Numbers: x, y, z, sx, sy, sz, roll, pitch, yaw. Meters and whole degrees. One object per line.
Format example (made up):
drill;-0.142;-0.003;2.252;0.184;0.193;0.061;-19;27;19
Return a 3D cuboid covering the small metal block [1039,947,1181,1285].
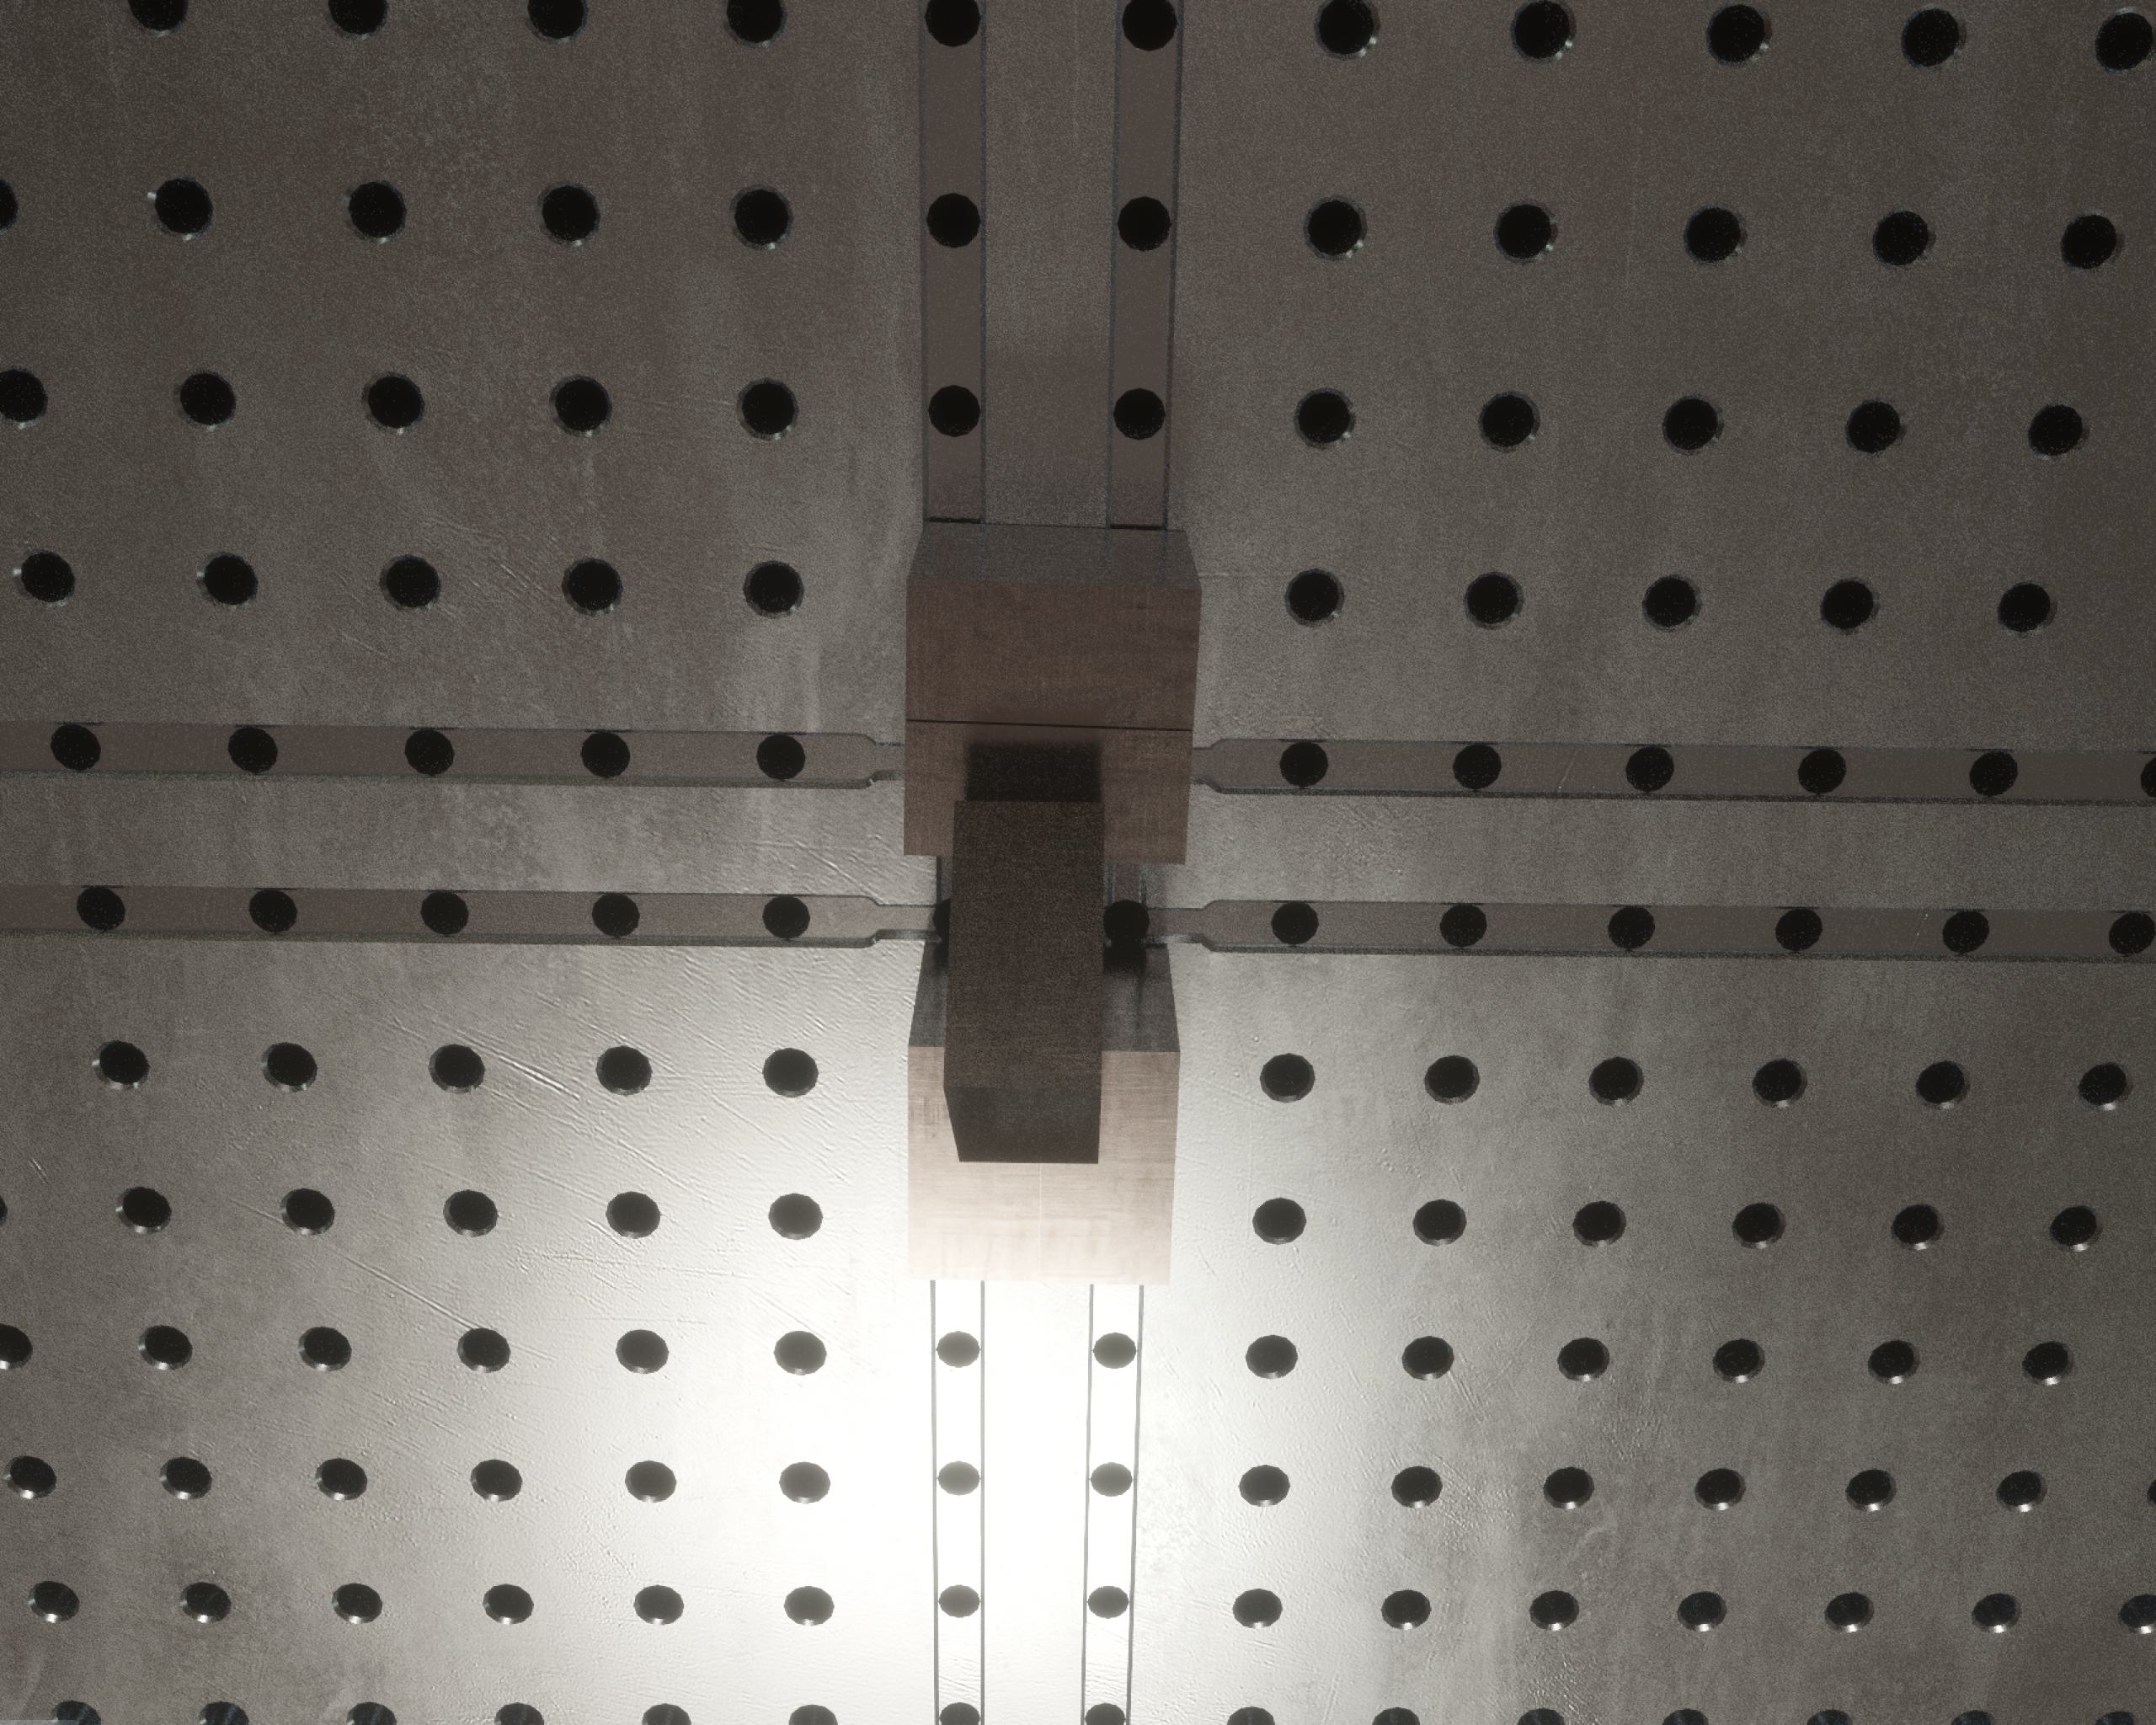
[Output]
small metal block;0.006;0.049;0.417;0.025;0.050;0.050;1;110;-1

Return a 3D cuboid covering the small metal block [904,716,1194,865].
small metal block;-0.006;-0.021;0.392;0.050;0.050;0.025;2;110;-1

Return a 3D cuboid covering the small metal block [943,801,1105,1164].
small metal block;-0.008;0.022;0.364;0.025;0.050;0.050;1;68;0

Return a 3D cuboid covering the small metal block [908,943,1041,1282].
small metal block;-0.020;0.049;0.418;0.025;0.050;0.050;1;110;-1

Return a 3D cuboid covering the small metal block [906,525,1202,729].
small metal block;-0.005;-0.044;0.383;0.050;0.050;0.025;2;110;-1
